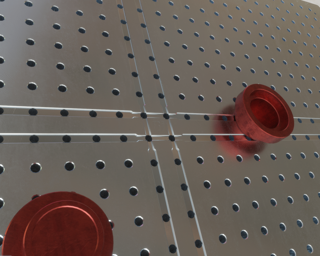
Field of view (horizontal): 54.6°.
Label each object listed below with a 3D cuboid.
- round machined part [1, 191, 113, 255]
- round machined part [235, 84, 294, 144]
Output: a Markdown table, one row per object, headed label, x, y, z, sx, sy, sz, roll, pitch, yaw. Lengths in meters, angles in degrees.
| label | x | y | z | sx | sy | sz | roll | pitch | yaw |
| --- | --- | --- | --- | --- | --- | --- | --- | --- | --- |
| round machined part | -0.090 | 0.105 | 0.284 | 0.099 | 0.042 | 0.098 | 13 | 56 | -21 |
| round machined part | 0.160 | -0.019 | 0.494 | 0.099 | 0.042 | 0.098 | 13 | 56 | -21 |
